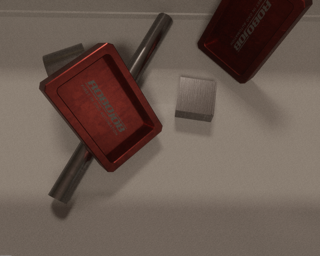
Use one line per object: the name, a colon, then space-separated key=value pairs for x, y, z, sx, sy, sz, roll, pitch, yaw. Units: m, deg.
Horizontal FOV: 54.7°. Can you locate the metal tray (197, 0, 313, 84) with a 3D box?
metal tray: x=0.116 y=-0.134 z=0.404 sx=0.090 sy=0.129 sz=0.030 roll=44 pitch=47 yaw=12

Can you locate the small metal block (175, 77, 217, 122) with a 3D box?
small metal block: x=0.049 y=-0.039 z=0.424 sx=0.050 sy=0.025 sz=0.050 roll=9 pitch=70 yaw=2

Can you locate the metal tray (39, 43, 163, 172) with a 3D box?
metal tray: x=-0.064 y=-0.023 z=0.368 sx=0.090 sy=0.030 sz=0.130 roll=-41 pitch=120 yaw=-17

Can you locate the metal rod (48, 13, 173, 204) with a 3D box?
metal rod: x=-0.058 y=-0.039 z=0.423 sx=0.025 sy=0.025 sz=0.300 roll=25 pitch=72 yaw=8

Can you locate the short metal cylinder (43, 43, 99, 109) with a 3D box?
short metal cylinder: x=-0.110 y=-0.064 z=0.402 sx=0.050 sy=0.080 sz=0.080 roll=-22 pitch=72 yaw=-8
